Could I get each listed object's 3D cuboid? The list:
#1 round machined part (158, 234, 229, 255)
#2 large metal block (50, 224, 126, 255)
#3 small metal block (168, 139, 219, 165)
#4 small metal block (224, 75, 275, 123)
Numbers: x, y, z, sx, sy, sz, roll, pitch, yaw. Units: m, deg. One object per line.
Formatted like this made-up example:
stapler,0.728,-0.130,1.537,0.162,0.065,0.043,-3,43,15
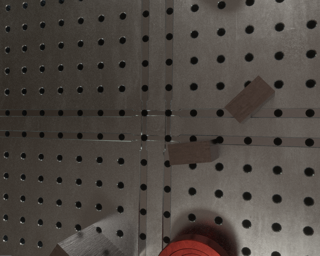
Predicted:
round machined part,0.045,0.181,0.387,0.098,0.042,0.097,0,90,19
large metal block,-0.097,0.187,0.416,0.080,0.080,0.050,38,102,15
small metal block,0.042,0.029,0.384,0.050,0.050,0.025,-7,88,19
small metal block,0.106,-0.031,0.362,0.050,0.050,0.025,-45,77,14
